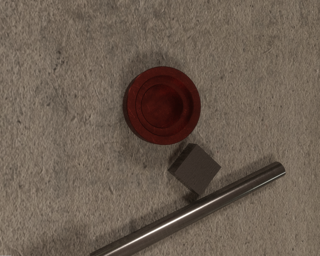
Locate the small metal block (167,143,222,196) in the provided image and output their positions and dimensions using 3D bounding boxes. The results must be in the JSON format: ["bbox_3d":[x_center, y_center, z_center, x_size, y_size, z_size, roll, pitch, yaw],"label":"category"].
[{"bbox_3d":[0.048,0.056,0.428,0.050,0.025,0.050,43,76,-15],"label":"small metal block"}]

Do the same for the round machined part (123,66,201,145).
[{"bbox_3d":[0.000,-0.028,0.401,0.099,0.042,0.097,0,90,-21],"label":"round machined part"}]

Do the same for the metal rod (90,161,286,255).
[{"bbox_3d":[0.052,0.115,0.429,0.302,0.025,0.025,-21,97,-19],"label":"metal rod"}]
